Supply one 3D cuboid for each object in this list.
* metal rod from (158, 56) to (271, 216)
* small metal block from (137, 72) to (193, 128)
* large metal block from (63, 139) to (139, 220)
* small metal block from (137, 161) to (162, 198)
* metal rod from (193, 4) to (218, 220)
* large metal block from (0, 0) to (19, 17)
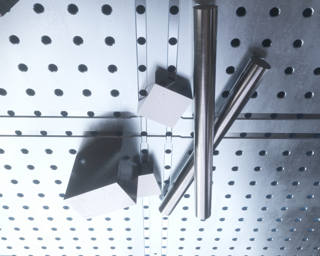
[{"bbox_3d":[0.062,0.033,0.439,0.025,0.025,0.298,16,128,-13],"label":"metal rod"},{"bbox_3d":[0.005,-0.033,0.383,0.050,0.025,0.050,21,127,-17],"label":"small metal block"},{"bbox_3d":[-0.078,0.071,0.435,0.080,0.080,0.050,-20,127,16],"label":"large metal block"},{"bbox_3d":[-0.028,0.081,0.480,0.050,0.025,0.050,-11,129,9],"label":"small metal block"},{"bbox_3d":[0.055,0.004,0.389,0.025,0.025,0.298,-3,123,2],"label":"metal rod"},{"bbox_3d":[-0.171,-0.125,0.267,0.080,0.080,0.050,-11,129,9],"label":"large metal block"}]
